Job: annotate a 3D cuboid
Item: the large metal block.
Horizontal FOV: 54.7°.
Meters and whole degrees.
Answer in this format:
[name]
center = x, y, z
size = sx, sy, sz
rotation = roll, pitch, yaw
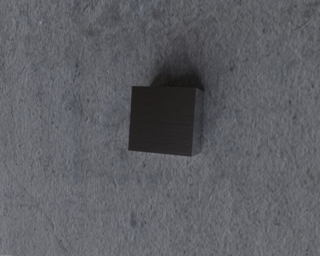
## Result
[large metal block]
center = 0.009, -0.009, 0.392
size = 0.080, 0.050, 0.079
rotation = 4, 91, 19
